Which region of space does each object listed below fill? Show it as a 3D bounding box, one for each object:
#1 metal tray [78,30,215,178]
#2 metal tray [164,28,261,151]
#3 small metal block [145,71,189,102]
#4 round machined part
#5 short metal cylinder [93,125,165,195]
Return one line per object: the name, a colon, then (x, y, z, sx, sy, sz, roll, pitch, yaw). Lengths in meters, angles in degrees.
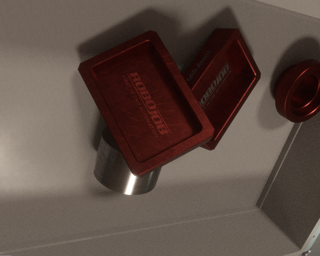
metal tray: (-0.015, -0.026, 0.320, 0.090, 0.130, 0.030, -28, 168, -7)
metal tray: (0.069, -0.048, 0.389, 0.130, 0.030, 0.090, -55, 131, -13)
small metal block: (0.013, -0.044, 0.390, 0.050, 0.025, 0.050, -45, 130, 2)
round machined part: (0.218, -0.060, 0.482, 0.099, 0.042, 0.097, -14, 125, -21)
short metal cylinder: (-0.036, 0.036, 0.377, 0.081, 0.080, 0.050, 4, 117, -31)
